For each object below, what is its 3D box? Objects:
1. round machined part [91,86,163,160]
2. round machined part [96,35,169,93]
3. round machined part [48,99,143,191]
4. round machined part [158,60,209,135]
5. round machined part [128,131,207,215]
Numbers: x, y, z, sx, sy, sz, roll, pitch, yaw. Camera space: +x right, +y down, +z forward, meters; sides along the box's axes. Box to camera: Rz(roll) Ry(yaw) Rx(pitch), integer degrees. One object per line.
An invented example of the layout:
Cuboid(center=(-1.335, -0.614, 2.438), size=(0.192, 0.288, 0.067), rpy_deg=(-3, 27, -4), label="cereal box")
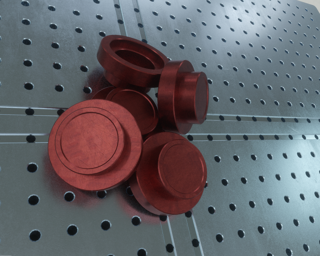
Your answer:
Cuboid(center=(-0.041, -0.013, 0.383), size=(0.099, 0.042, 0.098), rpy_deg=(14, 56, -21), label="round machined part")
Cuboid(center=(-0.037, -0.081, 0.414), size=(0.099, 0.042, 0.098), rpy_deg=(19, 33, -13), label="round machined part")
Cuboid(center=(-0.068, 0.016, 0.321), size=(0.099, 0.042, 0.098), rpy_deg=(0, 78, 2), label="round machined part")
Cuboid(center=(0.036, -0.040, 0.404), size=(0.042, 0.098, 0.098), rpy_deg=(4, 49, 23), label="round machined part")
Cuboid(center=(0.016, 0.051, 0.360), size=(0.099, 0.042, 0.098), rpy_deg=(12, 67, -31), label="round machined part")
